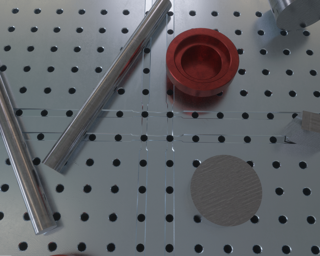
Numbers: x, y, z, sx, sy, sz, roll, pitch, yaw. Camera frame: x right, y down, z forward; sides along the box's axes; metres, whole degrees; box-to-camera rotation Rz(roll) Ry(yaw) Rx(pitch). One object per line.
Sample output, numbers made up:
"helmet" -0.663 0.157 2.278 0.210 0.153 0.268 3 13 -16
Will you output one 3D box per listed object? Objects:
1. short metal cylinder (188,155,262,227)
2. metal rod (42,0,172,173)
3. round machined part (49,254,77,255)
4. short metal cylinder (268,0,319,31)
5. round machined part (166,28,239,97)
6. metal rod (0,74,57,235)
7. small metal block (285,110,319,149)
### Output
"short metal cylinder" 0.074 0.077 0.371 0.081 0.050 0.080 0 70 0
"metal rod" -0.066 -0.073 0.437 0.025 0.025 0.300 28 72 9
"round machined part" -0.108 0.188 0.333 0.099 0.042 0.098 0 70 0
"short metal cylinder" 0.204 -0.188 0.452 0.081 0.080 0.050 -9 71 -4
"round machined part" 0.057 -0.087 0.435 0.099 0.042 0.098 0 70 0
"metal rod" -0.202 -0.005 0.411 0.025 0.025 0.299 -25 72 -9
"small metal block" 0.197 0.004 0.398 0.050 0.050 0.025 13 71 4
